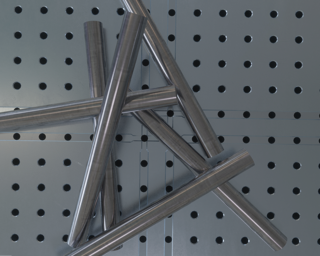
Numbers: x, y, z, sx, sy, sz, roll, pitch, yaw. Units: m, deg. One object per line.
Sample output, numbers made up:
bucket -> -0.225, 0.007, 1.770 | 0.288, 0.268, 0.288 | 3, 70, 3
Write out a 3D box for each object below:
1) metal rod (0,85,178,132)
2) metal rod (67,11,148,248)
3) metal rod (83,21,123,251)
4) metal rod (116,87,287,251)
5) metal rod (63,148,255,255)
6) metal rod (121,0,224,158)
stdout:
metal rod -> -0.128, -0.019, 0.393 | 0.301, 0.025, 0.025 | -8, 90, 7
metal rod -> -0.068, 0.016, 0.370 | 0.025, 0.025, 0.298 | 18, 107, 0
metal rod -> -0.075, 0.010, 0.412 | 0.025, 0.025, 0.298 | -5, 90, 0
metal rod -> 0.052, 0.051, 0.413 | 0.300, 0.025, 0.025 | 44, 90, 0
metal rod -> -0.018, 0.113, 0.387 | 0.301, 0.025, 0.025 | -31, 90, 0
metal rod -> 0.002, -0.097, 0.413 | 0.025, 0.025, 0.299 | -29, 90, 0
